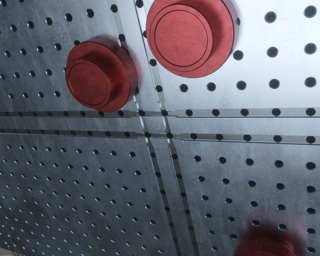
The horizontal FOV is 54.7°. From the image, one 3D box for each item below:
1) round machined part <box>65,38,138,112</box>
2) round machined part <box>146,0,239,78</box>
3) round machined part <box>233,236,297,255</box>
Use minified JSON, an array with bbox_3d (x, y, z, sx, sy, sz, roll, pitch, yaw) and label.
[{"bbox_3d":[-0.082,-0.064,0.402,0.098,0.042,0.097,13,124,20],"label":"round machined part"},{"bbox_3d":[0.029,-0.098,0.324,0.098,0.042,0.097,13,124,20],"label":"round machined part"},{"bbox_3d":[0.153,0.194,0.439,0.098,0.042,0.097,13,124,20],"label":"round machined part"}]
